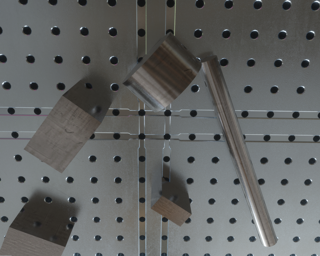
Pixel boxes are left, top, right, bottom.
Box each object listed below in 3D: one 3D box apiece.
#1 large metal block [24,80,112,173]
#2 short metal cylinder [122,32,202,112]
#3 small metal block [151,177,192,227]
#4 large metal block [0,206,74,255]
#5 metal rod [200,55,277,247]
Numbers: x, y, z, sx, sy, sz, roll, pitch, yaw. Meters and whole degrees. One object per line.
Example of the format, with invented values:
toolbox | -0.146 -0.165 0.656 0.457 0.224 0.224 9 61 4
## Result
large metal block | -0.109 -0.005 0.381 0.050 0.080 0.080 37 106 -13
short metal cylinder | 0.002 -0.064 0.360 0.050 0.080 0.080 42 104 -14
small metal block | 0.015 0.103 0.438 0.050 0.050 0.025 35 106 -12
large metal block | -0.186 0.175 0.462 0.080 0.050 0.080 24 108 -9
metal rod | 0.114 0.045 0.431 0.025 0.025 0.299 -21 109 7
